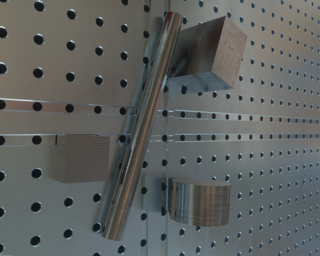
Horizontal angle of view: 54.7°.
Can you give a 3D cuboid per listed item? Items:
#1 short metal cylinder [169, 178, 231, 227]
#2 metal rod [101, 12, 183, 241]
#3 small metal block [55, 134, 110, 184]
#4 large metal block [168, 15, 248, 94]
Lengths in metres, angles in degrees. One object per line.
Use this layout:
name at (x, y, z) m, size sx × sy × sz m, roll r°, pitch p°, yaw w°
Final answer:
short metal cylinder at (0.054, 0.098, 0.422) m, size 0.081 × 0.080 × 0.050 m, roll 6°, pitch 86°, yaw -40°
metal rod at (-0.019, -0.012, 0.395) m, size 0.025 × 0.025 × 0.299 m, roll 25°, pitch 74°, yaw -38°
small metal block at (-0.085, 0.033, 0.340) m, size 0.050 × 0.025 × 0.050 m, roll 4°, pitch 88°, yaw -40°
large metal block at (0.065, -0.098, 0.430) m, size 0.050 × 0.080 × 0.080 m, roll 27°, pitch 73°, yaw -37°
